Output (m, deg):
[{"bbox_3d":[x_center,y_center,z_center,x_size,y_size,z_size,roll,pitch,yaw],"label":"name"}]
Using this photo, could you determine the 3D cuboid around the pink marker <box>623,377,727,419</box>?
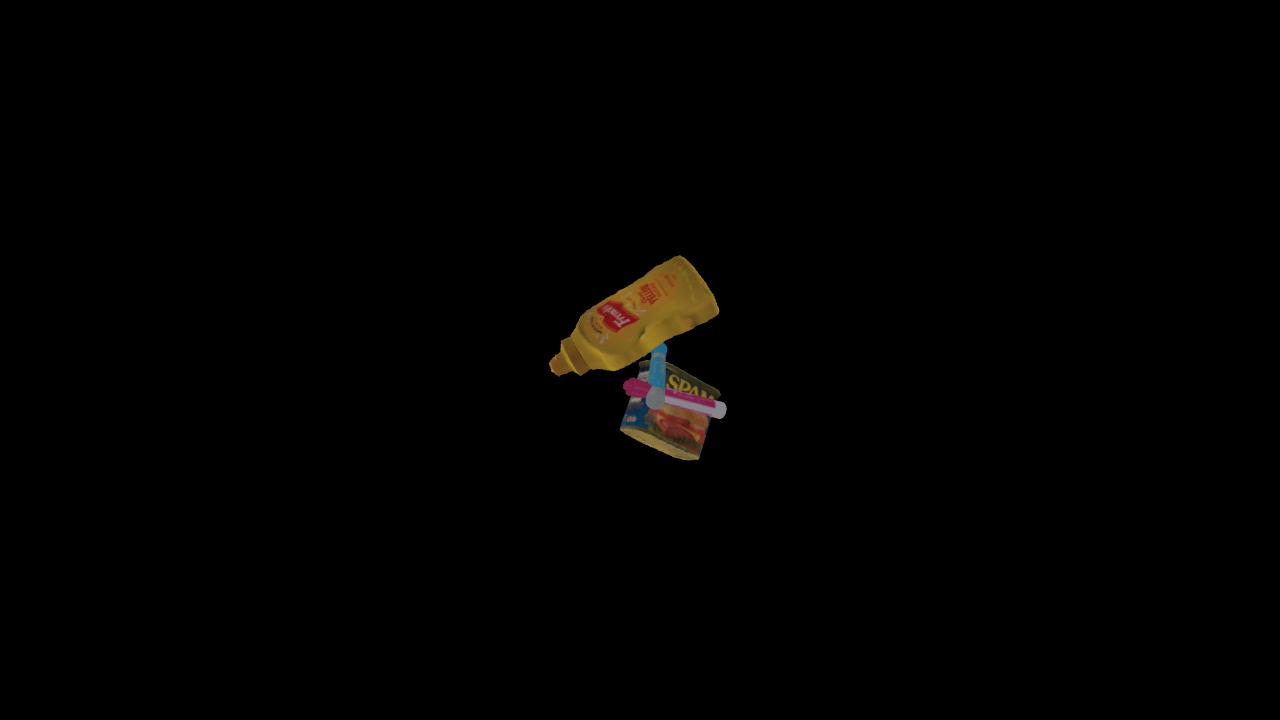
[{"bbox_3d":[0.037,0.040,0.638,0.121,0.020,0.020,16,-8,-27],"label":"pink marker"}]

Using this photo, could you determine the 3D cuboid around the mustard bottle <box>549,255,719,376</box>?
[{"bbox_3d":[-0.014,-0.036,0.651,0.184,0.092,0.054,-30,-38,0],"label":"mustard bottle"}]

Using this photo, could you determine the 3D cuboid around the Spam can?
[{"bbox_3d":[0.034,0.059,0.708,0.101,0.085,0.058,29,-20,-26],"label":"Spam can"}]

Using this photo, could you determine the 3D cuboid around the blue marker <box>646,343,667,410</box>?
[{"bbox_3d":[0.019,0.013,0.660,0.020,0.020,0.121,0,28,4],"label":"blue marker"}]
